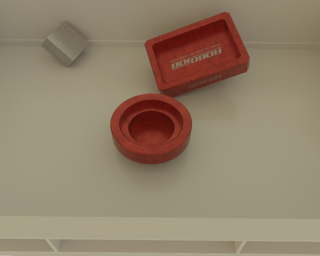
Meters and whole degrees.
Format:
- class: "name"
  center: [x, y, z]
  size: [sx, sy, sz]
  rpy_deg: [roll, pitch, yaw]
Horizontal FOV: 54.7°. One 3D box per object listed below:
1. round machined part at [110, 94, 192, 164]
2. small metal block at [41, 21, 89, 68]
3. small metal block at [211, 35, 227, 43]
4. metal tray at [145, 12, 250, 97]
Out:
- class: "round machined part"
  center: [-0.011, 0.005, 0.390]
  size: [0.099, 0.042, 0.098]
  rpy_deg: [0, 50, 0]
- class: "small metal block"
  center: [-0.152, -0.135, 0.499]
  size: [0.050, 0.025, 0.050]
  rpy_deg: [42, 51, -19]
- class: "small metal block"
  center: [0.095, -0.125, 0.495]
  size: [0.050, 0.050, 0.025]
  rpy_deg: [27, 55, 20]
- class: "metal tray"
  center: [0.052, -0.105, 0.451]
  size: [0.131, 0.030, 0.090]
  rpy_deg: [-19, 68, 6]
